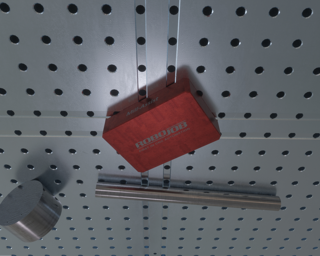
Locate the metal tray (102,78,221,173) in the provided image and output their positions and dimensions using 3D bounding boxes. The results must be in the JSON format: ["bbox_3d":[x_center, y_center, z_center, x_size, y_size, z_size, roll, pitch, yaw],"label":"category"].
[{"bbox_3d":[0.002,0.002,0.410,0.130,0.030,0.090,-26,126,20],"label":"metal tray"}]

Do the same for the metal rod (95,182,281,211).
[{"bbox_3d":[0.048,0.112,0.507,0.302,0.025,0.025,6,130,-5],"label":"metal rod"}]

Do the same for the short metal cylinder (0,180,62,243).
[{"bbox_3d":[-0.203,0.129,0.484,0.080,0.080,0.050,-18,128,14],"label":"short metal cylinder"}]
